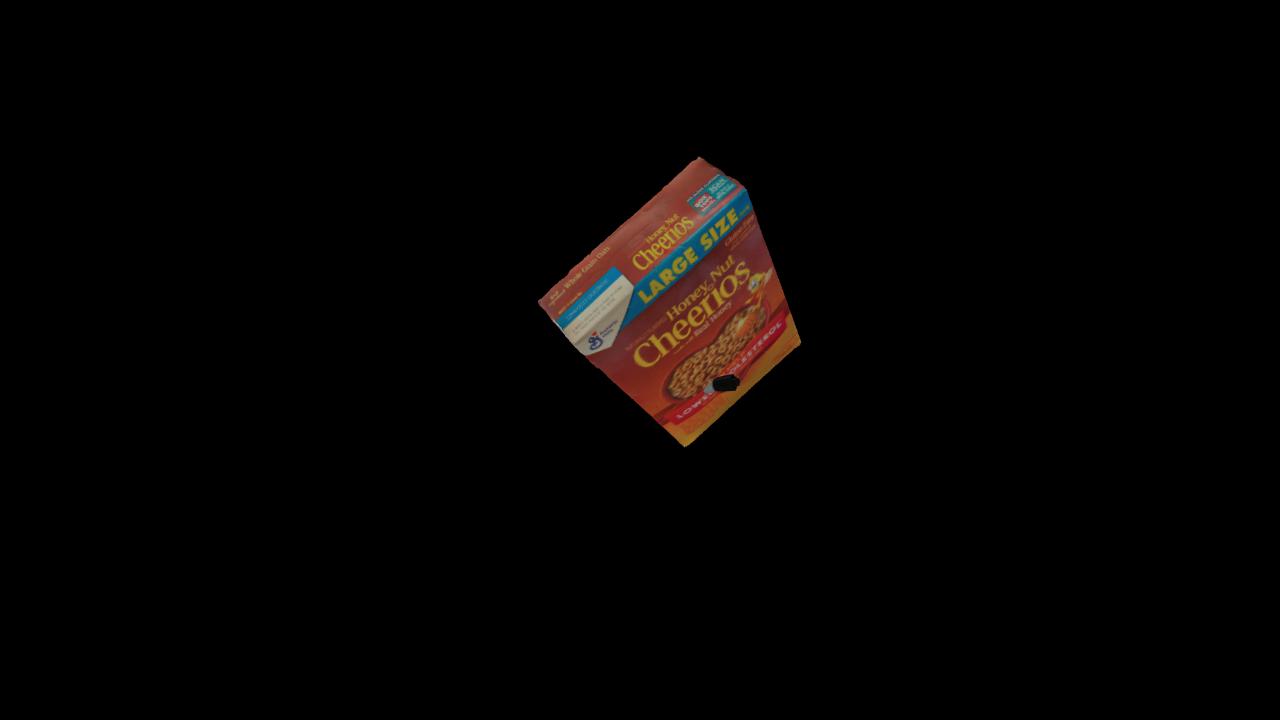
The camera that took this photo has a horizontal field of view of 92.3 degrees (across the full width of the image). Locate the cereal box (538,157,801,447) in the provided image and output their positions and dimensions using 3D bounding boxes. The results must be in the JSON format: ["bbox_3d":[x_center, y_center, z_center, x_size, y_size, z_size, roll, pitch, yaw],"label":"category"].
[{"bbox_3d":[0.054,-0.038,0.660,0.081,0.203,0.306,48,0,33],"label":"cereal box"}]

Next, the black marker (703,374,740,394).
[{"bbox_3d":[0.058,0.032,0.705,0.121,0.020,0.020,-10,-5,33],"label":"black marker"}]
